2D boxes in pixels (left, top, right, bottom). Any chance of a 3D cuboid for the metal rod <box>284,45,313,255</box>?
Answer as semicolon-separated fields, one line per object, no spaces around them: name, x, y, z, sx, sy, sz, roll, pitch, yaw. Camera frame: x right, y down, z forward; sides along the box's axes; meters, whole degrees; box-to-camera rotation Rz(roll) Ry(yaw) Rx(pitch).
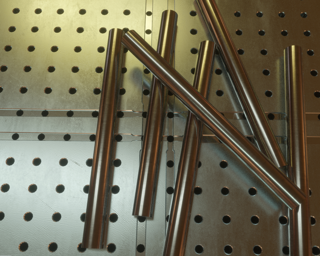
metal rod;0.178;0.026;0.403;0.025;0.025;0.299;6;70;2

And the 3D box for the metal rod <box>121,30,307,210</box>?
metal rod;0.058;-0.019;0.391;0.025;0.025;0.300;-41;77;-13

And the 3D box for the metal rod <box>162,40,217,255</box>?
metal rod;0.042;0.017;0.405;0.025;0.025;0.299;10;70;4

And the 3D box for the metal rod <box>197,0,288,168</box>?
metal rod;0.108;-0.083;0.442;0.025;0.025;0.299;-15;71;-6

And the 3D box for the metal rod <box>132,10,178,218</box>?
metal rod;-0.003;-0.033;0.423;0.025;0.025;0.299;7;70;2

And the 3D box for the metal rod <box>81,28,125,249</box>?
metal rod;-0.071;-0.001;0.411;0.025;0.025;0.299;3;70;1
